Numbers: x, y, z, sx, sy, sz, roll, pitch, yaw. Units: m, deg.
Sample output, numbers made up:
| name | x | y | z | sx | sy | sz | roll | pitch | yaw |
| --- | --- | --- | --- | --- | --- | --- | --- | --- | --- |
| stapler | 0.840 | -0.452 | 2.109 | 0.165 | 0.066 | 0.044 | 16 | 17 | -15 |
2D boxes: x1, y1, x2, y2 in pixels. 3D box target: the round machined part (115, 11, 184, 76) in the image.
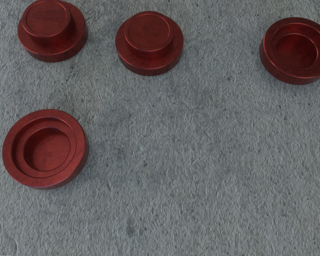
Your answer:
| name | x | y | z | sx | sy | sz | roll | pitch | yaw |
| --- | --- | --- | --- | --- | --- | --- | --- | --- | --- |
| round machined part | -0.015 | -0.128 | 0.445 | 0.099 | 0.042 | 0.098 | 0 | 70 | 0 |

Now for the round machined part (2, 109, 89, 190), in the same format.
| name | x | y | z | sx | sy | sz | roll | pitch | yaw |
| --- | --- | --- | --- | --- | --- | --- | --- | --- | --- |
| round machined part | -0.138 | 0.029 | 0.387 | 0.099 | 0.042 | 0.098 | 0 | 70 | 0 |

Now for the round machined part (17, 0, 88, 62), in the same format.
| name | x | y | z | sx | sy | sz | roll | pitch | yaw |
| --- | --- | --- | --- | --- | --- | --- | --- | --- | --- |
| round machined part | -0.159 | -0.149 | 0.452 | 0.099 | 0.042 | 0.098 | 0 | 70 | 0 |

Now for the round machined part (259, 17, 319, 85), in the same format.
| name | x | y | z | sx | sy | sz | roll | pitch | yaw |
| --- | --- | --- | --- | --- | --- | --- | --- | --- | --- |
| round machined part | 0.190 | -0.104 | 0.438 | 0.099 | 0.042 | 0.098 | 0 | 70 | 0 |
